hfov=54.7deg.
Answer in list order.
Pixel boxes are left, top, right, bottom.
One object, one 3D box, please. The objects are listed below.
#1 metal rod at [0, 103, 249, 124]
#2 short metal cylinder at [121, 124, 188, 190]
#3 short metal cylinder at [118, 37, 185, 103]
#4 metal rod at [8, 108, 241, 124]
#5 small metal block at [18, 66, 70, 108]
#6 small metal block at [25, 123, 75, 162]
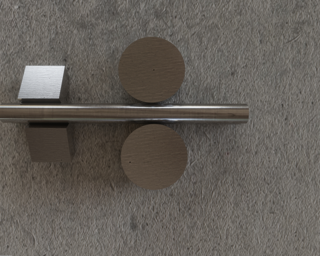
[{"bbox_3d":[-0.043,-0.018,0.386,0.302,0.025,0.025,0,90,0],"label":"metal rod"},{"bbox_3d":[-0.007,0.035,0.398,0.081,0.050,0.079,0,90,0],"label":"short metal cylinder"},{"bbox_3d":[-0.010,-0.071,0.398,0.081,0.050,0.079,0,90,0],"label":"short metal cylinder"},{"bbox_3d":[-0.044,-0.018,0.411,0.302,0.025,0.025,0,90,0],"label":"metal rod"},{"bbox_3d":[-0.148,-0.053,0.400,0.050,0.025,0.050,0,63,0],"label":"small metal block"},{"bbox_3d":[-0.140,0.016,0.400,0.050,0.025,0.050,0,117,-1],"label":"small metal block"}]
